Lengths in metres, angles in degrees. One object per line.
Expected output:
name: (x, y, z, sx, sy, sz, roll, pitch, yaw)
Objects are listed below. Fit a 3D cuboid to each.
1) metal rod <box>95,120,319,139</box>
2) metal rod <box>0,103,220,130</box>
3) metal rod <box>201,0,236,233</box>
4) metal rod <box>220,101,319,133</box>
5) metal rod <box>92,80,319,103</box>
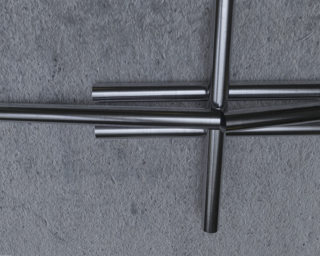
metal rod: (0.067, 0.000, 0.411, 0.302, 0.025, 0.025, -1, 110, -1)
metal rod: (-0.080, -0.015, 0.377, 0.302, 0.025, 0.025, 2, 111, 9)
metal rod: (0.070, 0.001, 0.386, 0.025, 0.025, 0.298, 0, 110, 0)
metal rod: (0.220, -0.023, 0.379, 0.302, 0.025, 0.025, -6, 111, -9)
metal rod: (0.067, -0.046, 0.394, 0.302, 0.025, 0.025, -1, 110, -1)
